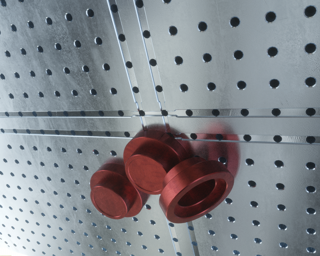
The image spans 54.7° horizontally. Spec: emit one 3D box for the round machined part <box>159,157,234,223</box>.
[{"bbox_3d":[0.043,0.076,0.401,0.042,0.099,0.097,56,141,39],"label":"round machined part"}]

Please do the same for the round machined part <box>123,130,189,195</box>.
[{"bbox_3d":[-0.010,0.055,0.438,0.098,0.042,0.097,13,124,20],"label":"round machined part"}]

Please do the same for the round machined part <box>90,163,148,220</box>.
[{"bbox_3d":[-0.073,0.109,0.505,0.098,0.042,0.097,13,124,20],"label":"round machined part"}]
